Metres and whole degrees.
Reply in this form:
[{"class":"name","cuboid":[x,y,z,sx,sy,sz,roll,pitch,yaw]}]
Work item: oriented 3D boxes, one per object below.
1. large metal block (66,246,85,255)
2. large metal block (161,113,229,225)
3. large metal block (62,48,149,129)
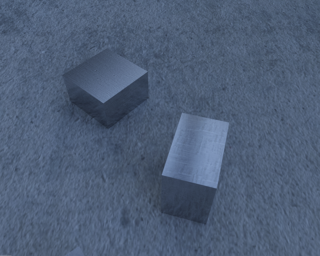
[{"class":"large metal block","cuboid":[-0.081,0.150,0.241,0.081,0.080,0.050,-28,56,-22]},{"class":"large metal block","cuboid":[0.037,0.044,0.331,0.050,0.080,0.080,13,51,10]},{"class":"large metal block","cuboid":[-0.073,-0.058,0.434,0.080,0.050,0.080,34,57,25]}]
